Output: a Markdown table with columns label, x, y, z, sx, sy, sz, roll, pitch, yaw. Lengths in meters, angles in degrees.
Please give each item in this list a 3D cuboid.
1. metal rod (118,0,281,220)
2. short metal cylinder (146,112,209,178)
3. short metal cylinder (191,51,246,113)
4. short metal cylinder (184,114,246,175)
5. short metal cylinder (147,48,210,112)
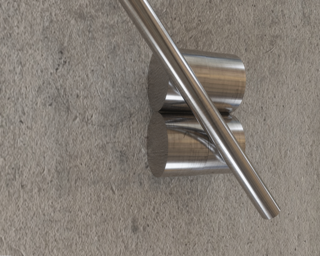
| label | x | y | z | sx | sy | sz | roll | pitch | yaw |
| --- | --- | --- | --- | --- | --- | --- | --- | --- | --- |
| metal rod | 0.050 | -0.018 | 0.344 | 0.025 | 0.025 | 0.299 | -38 | 103 | -16 |
| short metal cylinder | 0.019 | 0.021 | 0.388 | 0.050 | 0.080 | 0.079 | 1 | 90 | -20 |
| short metal cylinder | 0.067 | -0.059 | 0.406 | 0.050 | 0.080 | 0.079 | 1 | 90 | -20 |
| short metal cylinder | 0.067 | 0.021 | 0.406 | 0.050 | 0.080 | 0.079 | 1 | 90 | -20 |
| short metal cylinder | 0.020 | -0.060 | 0.389 | 0.050 | 0.080 | 0.079 | 1 | 90 | -20 |
